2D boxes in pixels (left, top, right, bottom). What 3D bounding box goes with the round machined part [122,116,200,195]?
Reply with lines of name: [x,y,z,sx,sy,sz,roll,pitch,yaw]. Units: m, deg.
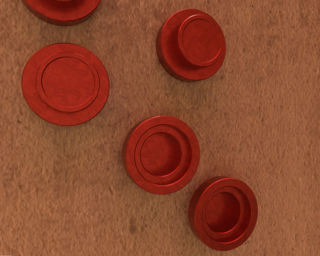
round machined part: [-0.002,0.033,0.401,0.099,0.042,0.097,0,90,-21]

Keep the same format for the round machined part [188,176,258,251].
round machined part: [0.083,0.115,0.432,0.099,0.042,0.097,0,90,-21]

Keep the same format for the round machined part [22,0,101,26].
round machined part: [-0.114,-0.173,0.358,0.099,0.042,0.097,0,90,-21]

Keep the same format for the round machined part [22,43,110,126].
round machined part: [-0.107,-0.051,0.361,0.099,0.042,0.097,0,90,-21]

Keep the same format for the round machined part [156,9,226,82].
round machined part: [0.048,-0.113,0.419,0.099,0.042,0.097,0,90,-21]
